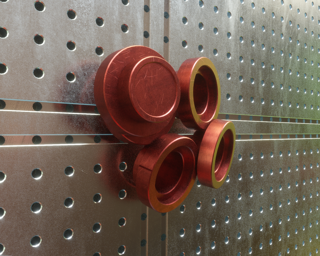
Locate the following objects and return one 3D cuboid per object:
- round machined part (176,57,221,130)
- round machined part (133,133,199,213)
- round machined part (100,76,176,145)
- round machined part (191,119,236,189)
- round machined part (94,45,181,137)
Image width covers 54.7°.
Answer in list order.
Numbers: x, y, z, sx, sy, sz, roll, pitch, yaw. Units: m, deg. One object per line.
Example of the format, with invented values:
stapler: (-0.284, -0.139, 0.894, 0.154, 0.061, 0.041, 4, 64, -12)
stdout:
round machined part: (0.045, -0.046, 0.426, 0.099, 0.042, 0.097, -3, 94, -56)
round machined part: (0.004, 0.053, 0.392, 0.099, 0.042, 0.097, -23, 121, -44)
round machined part: (-0.029, -0.029, 0.374, 0.099, 0.042, 0.097, 0, 90, -40)
round machined part: (0.073, 0.034, 0.446, 0.099, 0.042, 0.097, -32, 127, -54)
round machined part: (-0.016, -0.039, 0.331, 0.099, 0.042, 0.097, 0, 90, -40)
